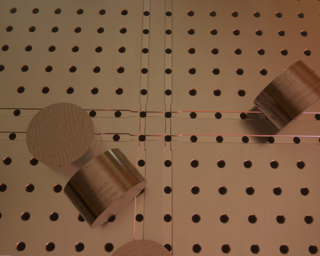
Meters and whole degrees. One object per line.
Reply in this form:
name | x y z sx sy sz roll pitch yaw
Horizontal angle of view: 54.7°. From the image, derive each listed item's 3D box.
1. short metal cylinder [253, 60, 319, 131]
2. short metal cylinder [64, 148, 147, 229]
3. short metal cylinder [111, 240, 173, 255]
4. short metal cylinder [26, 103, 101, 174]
short metal cylinder | 0.169 -0.041 0.400 0.080 0.080 0.050 -36 74 -12
short metal cylinder | -0.061 0.069 0.357 0.080 0.080 0.050 -39 75 -13
short metal cylinder | -0.019 0.164 0.338 0.081 0.050 0.080 0 70 -1
short metal cylinder | -0.119 0.014 0.392 0.081 0.050 0.080 0 70 0
